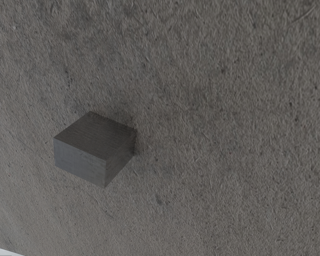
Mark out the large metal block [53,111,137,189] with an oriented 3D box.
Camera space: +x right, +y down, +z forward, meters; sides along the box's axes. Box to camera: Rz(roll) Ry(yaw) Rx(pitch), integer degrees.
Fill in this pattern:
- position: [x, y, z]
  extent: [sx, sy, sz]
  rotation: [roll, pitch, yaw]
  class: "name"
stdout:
- position: [-0.089, 0.027, 0.436]
  extent: [0.080, 0.080, 0.050]
  rotation: [21, 127, 15]
  class: "large metal block"
